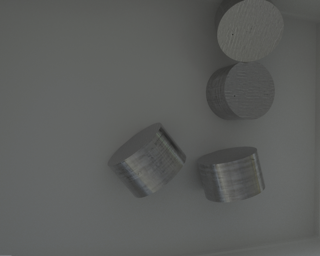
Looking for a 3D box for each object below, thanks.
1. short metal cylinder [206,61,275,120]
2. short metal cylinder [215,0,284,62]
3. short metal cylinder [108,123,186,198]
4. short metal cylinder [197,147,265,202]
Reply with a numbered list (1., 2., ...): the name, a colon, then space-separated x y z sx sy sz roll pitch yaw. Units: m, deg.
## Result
1. short metal cylinder: 0.113 -0.051 0.439 0.081 0.050 0.080 0 90 -20
2. short metal cylinder: 0.114 -0.134 0.405 0.080 0.050 0.079 2 127 3
3. short metal cylinder: -0.016 0.038 0.375 0.080 0.080 0.050 -41 103 -15
4. short metal cylinder: 0.095 0.060 0.416 0.081 0.080 0.050 -16 96 -19
